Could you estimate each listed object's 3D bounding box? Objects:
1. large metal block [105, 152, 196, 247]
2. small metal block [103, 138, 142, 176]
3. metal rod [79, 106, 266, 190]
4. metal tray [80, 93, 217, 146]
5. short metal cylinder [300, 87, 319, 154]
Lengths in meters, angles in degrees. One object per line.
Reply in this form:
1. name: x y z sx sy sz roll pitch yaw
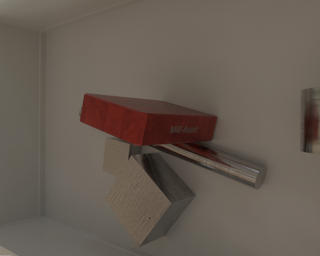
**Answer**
1. large metal block: -0.015 0.090 0.401 0.080 0.050 0.080 46 117 29
2. small metal block: -0.055 0.042 0.450 0.050 0.025 0.050 11 97 39
3. metal rod: -0.008 0.013 0.411 0.300 0.025 0.025 19 102 38
4. metal tray: -0.008 -0.010 0.344 0.090 0.131 0.030 20 103 38
5. short metal cylinder: 0.154 -0.006 0.243 0.080 0.081 0.050 1 91 39
